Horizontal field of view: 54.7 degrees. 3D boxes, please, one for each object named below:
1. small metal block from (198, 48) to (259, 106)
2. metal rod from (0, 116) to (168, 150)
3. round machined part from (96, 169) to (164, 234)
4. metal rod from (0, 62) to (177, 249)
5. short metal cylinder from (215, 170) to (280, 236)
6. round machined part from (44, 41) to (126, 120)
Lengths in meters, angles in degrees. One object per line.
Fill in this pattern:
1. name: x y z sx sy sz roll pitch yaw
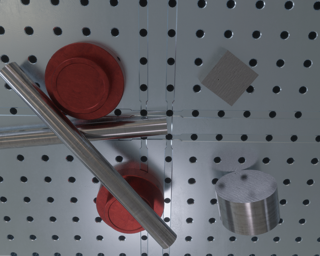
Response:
1. small metal block: 0.085 -0.064 0.390 0.050 0.025 0.050 35 106 -12
2. metal rod: -0.141 0.010 0.415 0.302 0.025 0.025 -5 110 1
3. round machined part: -0.043 0.111 0.445 0.099 0.042 0.097 0 110 0
4. metal rod: -0.086 0.039 0.393 0.025 0.025 0.300 -40 97 13
5. short metal cylinder: 0.119 0.099 0.421 0.080 0.080 0.050 -11 110 4
6. round machined part: -0.094 -0.056 0.383 0.099 0.042 0.097 0 110 0
